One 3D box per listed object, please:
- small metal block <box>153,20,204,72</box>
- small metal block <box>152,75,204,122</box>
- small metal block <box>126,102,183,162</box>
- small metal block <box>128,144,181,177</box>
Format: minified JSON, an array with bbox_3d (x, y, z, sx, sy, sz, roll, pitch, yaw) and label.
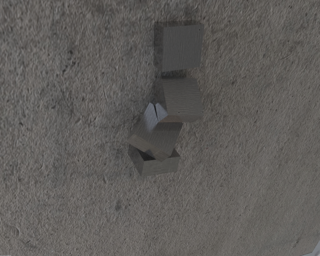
[{"bbox_3d":[0.021,-0.096,0.359,0.050,0.025,0.050,-12,124,-22],"label":"small metal block"},{"bbox_3d":[0.022,-0.034,0.379,0.050,0.050,0.025,0,162,-28],"label":"small metal block"},{"bbox_3d":[-0.006,0.005,0.378,0.050,0.050,0.025,32,145,-12],"label":"small metal block"},{"bbox_3d":[-0.009,0.035,0.407,0.050,0.050,0.025,-5,124,-26],"label":"small metal block"}]
